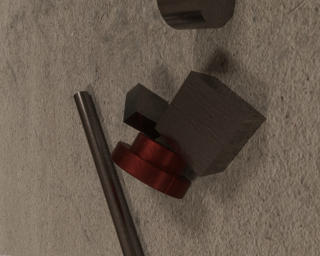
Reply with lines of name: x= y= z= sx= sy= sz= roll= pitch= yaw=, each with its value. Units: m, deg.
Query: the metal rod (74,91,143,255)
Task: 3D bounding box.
metal rod: x=-0.077 y=0.079 z=0.465 sx=0.025 sy=0.025 sz=0.299 roll=-33 pitch=70 yaw=35

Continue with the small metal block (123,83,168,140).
small metal block: x=-0.016 y=-0.021 z=0.388 sx=0.025 sy=0.050 sz=0.050 roll=-36 pitch=37 yaw=34

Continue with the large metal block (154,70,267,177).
large metal block: x=0.053 y=-0.005 z=0.343 sx=0.080 sy=0.050 sz=0.080 roll=47 pitch=118 yaw=29

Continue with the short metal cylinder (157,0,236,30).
short metal cylinder: x=0.041 y=-0.148 z=0.334 sx=0.050 sy=0.081 sz=0.079 roll=12 pitch=98 yaw=39

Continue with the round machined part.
round machined part: x=-0.005 y=0.039 z=0.364 sx=0.098 sy=0.098 sz=0.042 roll=29 pitch=89 yaw=36
